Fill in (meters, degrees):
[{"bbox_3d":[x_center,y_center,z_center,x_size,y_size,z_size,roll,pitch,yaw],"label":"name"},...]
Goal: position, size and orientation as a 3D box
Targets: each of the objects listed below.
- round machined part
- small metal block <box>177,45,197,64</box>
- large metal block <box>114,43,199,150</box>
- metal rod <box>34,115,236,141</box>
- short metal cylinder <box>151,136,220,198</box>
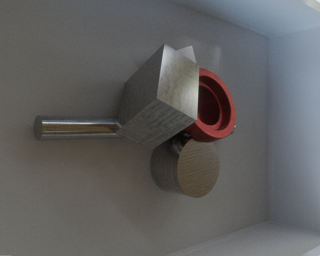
[{"bbox_3d":[0.054,-0.027,0.416,0.099,0.042,0.098,16,63,-34],"label":"round machined part"},{"bbox_3d":[0.025,-0.082,0.428,0.050,0.025,0.050,-27,107,-37],"label":"small metal block"},{"bbox_3d":[-0.002,-0.033,0.350,0.050,0.080,0.080,27,50,-26],"label":"large metal block"},{"bbox_3d":[-0.004,-0.001,0.401,0.302,0.025,0.025,0,90,-40],"label":"metal rod"},{"bbox_3d":[0.035,0.050,0.419,0.081,0.050,0.079,0,90,-40],"label":"short metal cylinder"}]
